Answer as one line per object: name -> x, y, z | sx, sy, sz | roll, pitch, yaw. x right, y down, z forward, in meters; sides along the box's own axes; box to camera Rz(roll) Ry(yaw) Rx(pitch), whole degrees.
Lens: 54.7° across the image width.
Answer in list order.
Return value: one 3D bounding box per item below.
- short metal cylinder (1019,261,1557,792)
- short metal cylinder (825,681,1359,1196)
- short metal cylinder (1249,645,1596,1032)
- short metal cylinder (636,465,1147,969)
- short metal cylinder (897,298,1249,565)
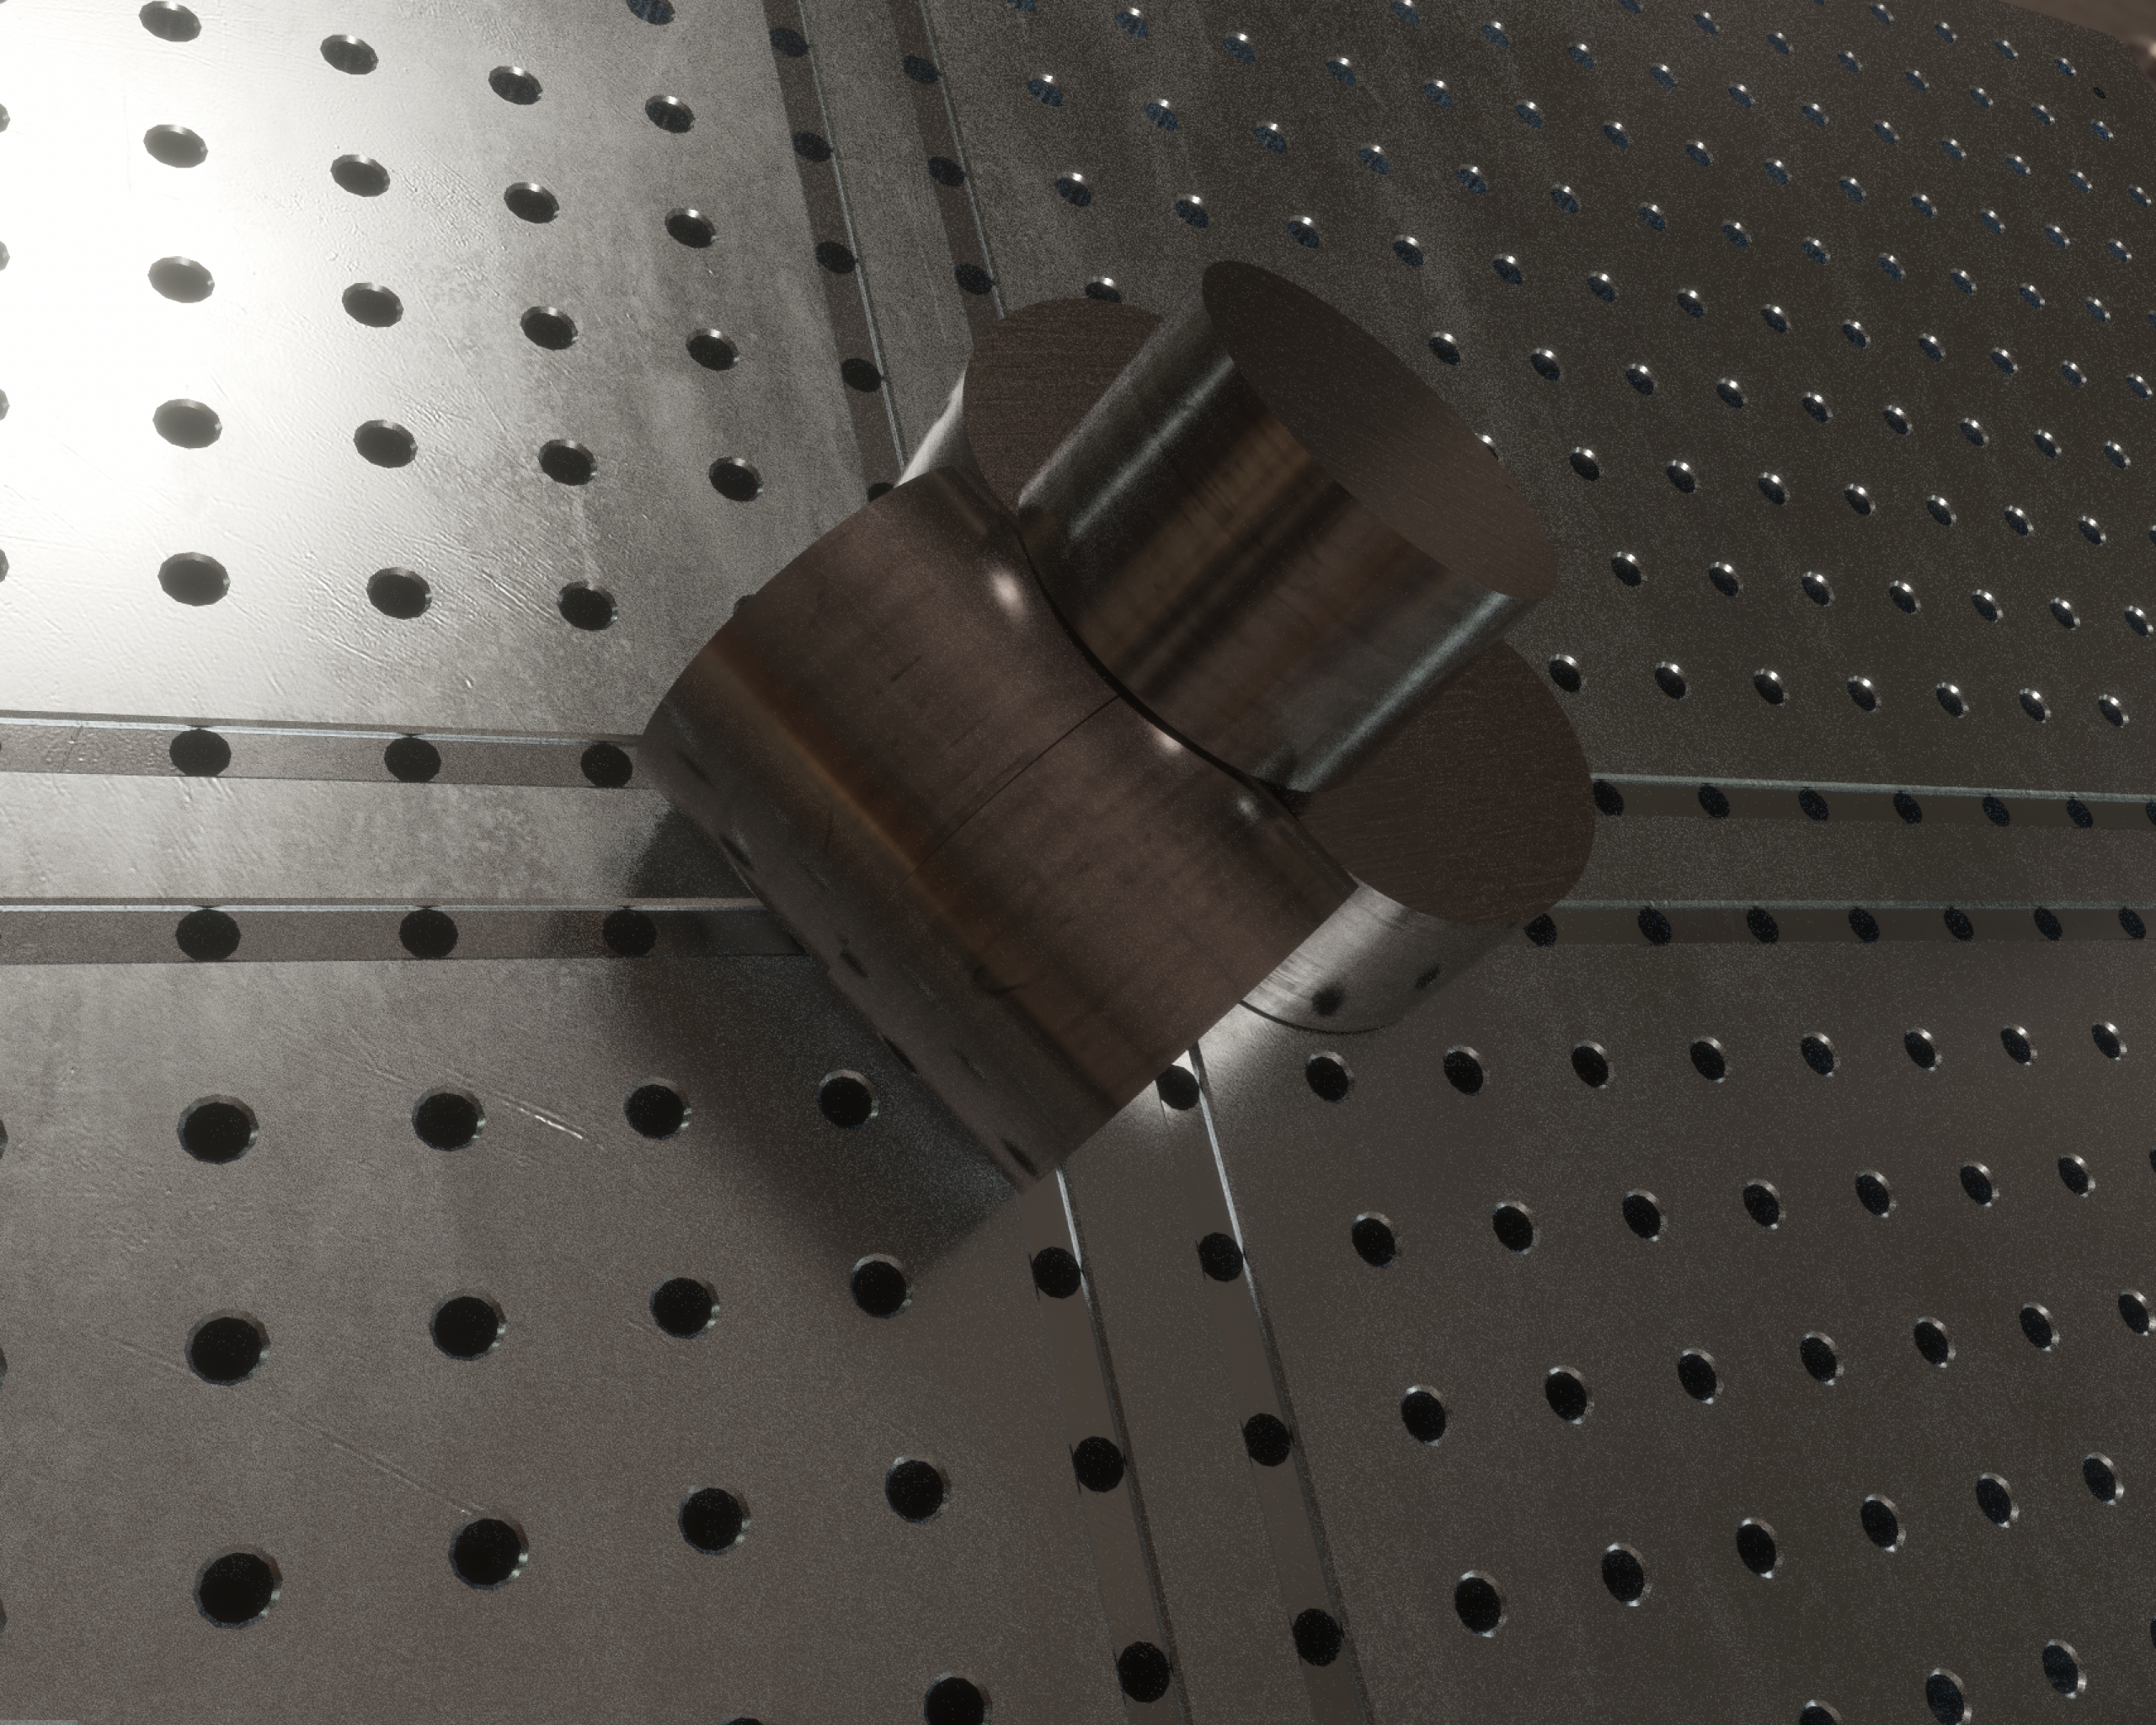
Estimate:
short metal cylinder -> 0.037, -0.059, 0.367 | 0.080, 0.050, 0.080 | 31, 32, -22
short metal cylinder -> 0.003, 0.013, 0.368 | 0.050, 0.080, 0.080 | 47, 51, 4
short metal cylinder -> 0.058, -0.012, 0.431 | 0.081, 0.050, 0.080 | 14, 56, -21
short metal cylinder -> -0.031, -0.025, 0.373 | 0.050, 0.080, 0.080 | 47, 51, 4
short metal cylinder -> 0.004, -0.071, 0.437 | 0.081, 0.050, 0.080 | 14, 56, -21
